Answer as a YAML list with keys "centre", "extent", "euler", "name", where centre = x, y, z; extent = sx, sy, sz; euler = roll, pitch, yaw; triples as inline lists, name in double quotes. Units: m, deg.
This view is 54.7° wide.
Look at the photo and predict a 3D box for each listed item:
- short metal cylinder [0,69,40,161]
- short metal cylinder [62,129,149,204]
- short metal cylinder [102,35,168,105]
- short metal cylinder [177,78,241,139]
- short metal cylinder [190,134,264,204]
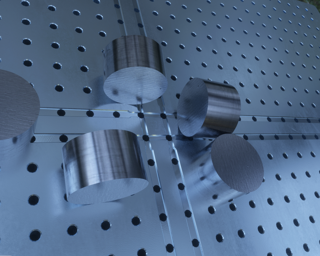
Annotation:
- centre: [-0.166, -0.012, 0.310]
  extent: [0.081, 0.050, 0.080]
  euler: [14, 56, -21]
  name: "short metal cylinder"
- centre: [-0.056, 0.042, 0.318]
  extent: [0.081, 0.080, 0.050]
  euler: [-1, 62, -29]
  name: "short metal cylinder"
- centre: [-0.033, -0.073, 0.401]
  extent: [0.081, 0.080, 0.050]
  euler: [7, 59, -25]
  name: "short metal cylinder"
- centre: [0.065, -0.025, 0.425]
  extent: [0.050, 0.080, 0.080]
  euler: [7, 59, -25]
  name: "short metal cylinder"
- centre: [0.088, 0.054, 0.408]
  extent: [0.081, 0.050, 0.080]
  euler: [14, 56, -21]
  name: "short metal cylinder"
